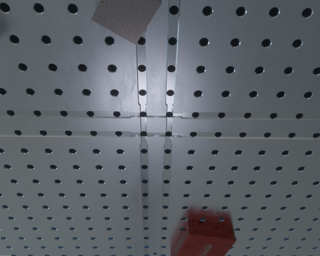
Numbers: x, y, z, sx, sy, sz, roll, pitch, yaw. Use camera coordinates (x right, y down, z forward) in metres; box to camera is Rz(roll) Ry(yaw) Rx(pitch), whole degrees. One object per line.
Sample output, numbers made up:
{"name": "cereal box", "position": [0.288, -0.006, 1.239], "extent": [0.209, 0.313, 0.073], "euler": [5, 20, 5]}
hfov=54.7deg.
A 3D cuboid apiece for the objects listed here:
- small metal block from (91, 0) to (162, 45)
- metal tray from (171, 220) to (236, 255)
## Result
{"name": "small metal block", "position": [-0.033, -0.120, 0.309], "extent": [0.050, 0.025, 0.050], "euler": [26, 126, -21]}
{"name": "metal tray", "position": [0.081, 0.234, 0.609], "extent": [0.091, 0.030, 0.129], "euler": [11, 129, -10]}
